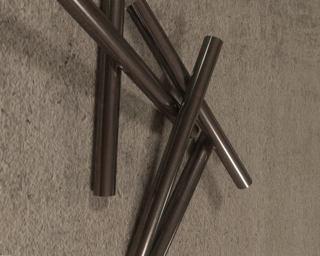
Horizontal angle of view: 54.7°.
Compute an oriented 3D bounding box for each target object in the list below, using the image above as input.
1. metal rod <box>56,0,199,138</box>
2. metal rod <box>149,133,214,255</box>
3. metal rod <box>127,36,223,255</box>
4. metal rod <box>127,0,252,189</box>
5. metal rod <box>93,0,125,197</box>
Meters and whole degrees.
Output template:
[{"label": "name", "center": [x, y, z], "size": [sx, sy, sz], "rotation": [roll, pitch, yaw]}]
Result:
[{"label": "metal rod", "center": [-0.034, -0.074, 0.345], "size": [0.300, 0.025, 0.025], "rotation": [45, 63, -42]}, {"label": "metal rod", "center": [0.018, 0.121, 0.421], "size": [0.025, 0.025, 0.300], "rotation": [42, 64, -32]}, {"label": "metal rod", "center": [0.019, 0.028, 0.390], "size": [0.025, 0.025, 0.299], "rotation": [22, 86, -38]}, {"label": "metal rod", "center": [0.049, -0.035, 0.424], "size": [0.025, 0.025, 0.299], "rotation": [-44, 110, -31]}, {"label": "metal rod", "center": [-0.057, -0.073, 0.358], "size": [0.025, 0.025, 0.298], "rotation": [4, 87, -40]}]
